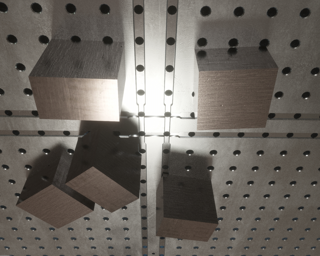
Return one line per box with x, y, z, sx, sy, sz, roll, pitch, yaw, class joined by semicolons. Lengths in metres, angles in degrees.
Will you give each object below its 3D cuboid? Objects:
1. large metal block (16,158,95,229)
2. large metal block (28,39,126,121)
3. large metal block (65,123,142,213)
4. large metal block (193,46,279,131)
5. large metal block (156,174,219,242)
-0.157;0.104;0.482;0.080;0.050;0.080;-30;124;23;large metal block
-0.081;-0.053;0.330;0.081;0.080;0.050;2;130;-2;large metal block
-0.072;0.054;0.421;0.050;0.080;0.080;-32;123;24;large metal block
0.082;-0.045;0.358;0.081;0.050;0.079;-2;130;1;large metal block
0.038;0.123;0.481;0.081;0.080;0.050;10;129;-9;large metal block
